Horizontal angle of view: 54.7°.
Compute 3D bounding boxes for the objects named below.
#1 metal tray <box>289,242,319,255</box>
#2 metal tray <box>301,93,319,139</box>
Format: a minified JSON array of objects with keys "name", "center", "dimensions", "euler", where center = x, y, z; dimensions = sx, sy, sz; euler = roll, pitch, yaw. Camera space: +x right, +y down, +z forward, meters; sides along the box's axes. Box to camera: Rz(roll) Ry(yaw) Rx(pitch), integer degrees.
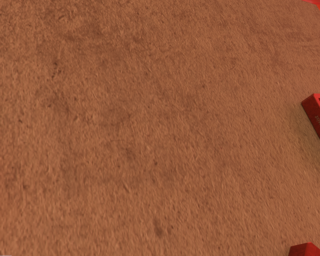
[{"name":"metal tray","center":[0.214,0.219,0.385],"dimensions":[0.130,0.030,0.090],"euler":[39,51,-2]},{"name":"metal tray","center":[0.334,-0.003,0.586],"dimensions":[0.091,0.030,0.130],"euler":[-3,63,-30]}]
